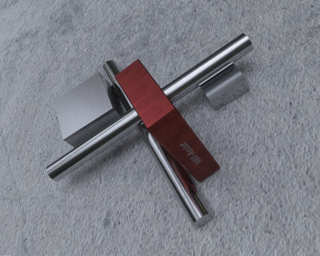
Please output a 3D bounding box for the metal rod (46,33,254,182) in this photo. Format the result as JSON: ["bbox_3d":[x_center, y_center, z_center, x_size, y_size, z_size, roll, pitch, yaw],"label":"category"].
[{"bbox_3d":[-0.017,-0.023,0.394,0.300,0.025,0.025,-34,52,5],"label":"metal rod"}]

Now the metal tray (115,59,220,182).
[{"bbox_3d":[0.011,-0.004,0.332,0.030,0.130,0.090,-37,51,4],"label":"metal tray"}]

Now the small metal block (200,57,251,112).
[{"bbox_3d":[0.079,-0.057,0.398,0.050,0.025,0.050,-31,52,8],"label":"small metal block"}]

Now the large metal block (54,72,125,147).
[{"bbox_3d":[-0.099,-0.022,0.451,0.080,0.050,0.080,-32,52,7],"label":"large metal block"}]

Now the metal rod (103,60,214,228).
[{"bbox_3d":[-0.018,-0.002,0.415,0.025,0.025,0.300,-36,51,4],"label":"metal rod"}]
